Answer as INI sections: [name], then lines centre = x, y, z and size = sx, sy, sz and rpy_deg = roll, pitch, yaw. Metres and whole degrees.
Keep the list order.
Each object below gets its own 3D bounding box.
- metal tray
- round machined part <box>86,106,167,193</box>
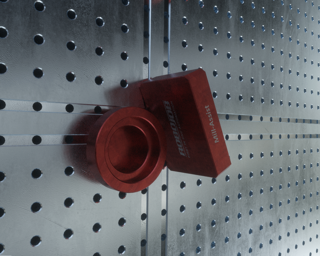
[metal tray]
centre = 0.031, -0.004, 0.395
size = 0.030, 0.090, 0.129
rpy_deg = -30, 109, -36
[round machined part]
centre = -0.042, 0.024, 0.365
size = 0.099, 0.042, 0.097
rpy_deg = 0, 90, -40
